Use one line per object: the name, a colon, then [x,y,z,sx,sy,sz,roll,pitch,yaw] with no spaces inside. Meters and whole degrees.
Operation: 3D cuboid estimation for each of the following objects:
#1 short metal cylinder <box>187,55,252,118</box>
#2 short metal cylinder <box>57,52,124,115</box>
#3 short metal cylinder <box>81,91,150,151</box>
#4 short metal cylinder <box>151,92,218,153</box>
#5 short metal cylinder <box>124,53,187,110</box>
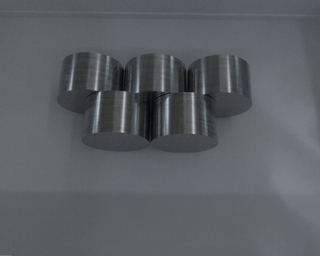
short metal cylinder: [0.075,-0.051,0.397,0.080,0.080,0.050,2,70,0]
short metal cylinder: [-0.087,-0.054,0.398,0.080,0.080,0.050,1,70,0]
short metal cylinder: [-0.053,-0.006,0.380,0.080,0.080,0.050,1,70,0]
short metal cylinder: [0.029,-0.004,0.380,0.080,0.080,0.050,1,70,0]
short metal cylinder: [-0.006,-0.052,0.397,0.080,0.080,0.050,1,70,0]
